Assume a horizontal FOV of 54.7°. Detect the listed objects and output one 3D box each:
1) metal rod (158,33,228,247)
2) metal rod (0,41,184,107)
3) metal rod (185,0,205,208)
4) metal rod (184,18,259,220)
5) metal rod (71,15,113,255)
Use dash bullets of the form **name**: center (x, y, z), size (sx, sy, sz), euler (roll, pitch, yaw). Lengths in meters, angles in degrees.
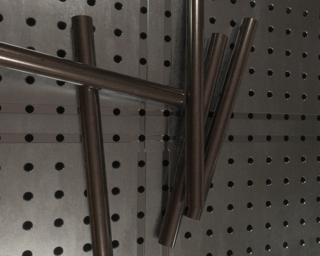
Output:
- **metal rod**: center (0.047, 0.012, 0.431), size (0.025, 0.025, 0.299), euler (17, 84, -20)
- **metal rod**: center (-0.104, -0.063, 0.341), size (0.302, 0.025, 0.025), euler (10, 87, -29)
- **metal rod**: center (0.046, -0.049, 0.412), size (0.025, 0.025, 0.298), euler (4, 82, -20)
- **metal rod**: center (0.089, -0.017, 0.447), size (0.025, 0.025, 0.299), euler (20, 83, -19)
- **metal rod**: center (-0.083, 0.015, 0.382), size (0.025, 0.025, 0.298), euler (-5, 92, -20)
